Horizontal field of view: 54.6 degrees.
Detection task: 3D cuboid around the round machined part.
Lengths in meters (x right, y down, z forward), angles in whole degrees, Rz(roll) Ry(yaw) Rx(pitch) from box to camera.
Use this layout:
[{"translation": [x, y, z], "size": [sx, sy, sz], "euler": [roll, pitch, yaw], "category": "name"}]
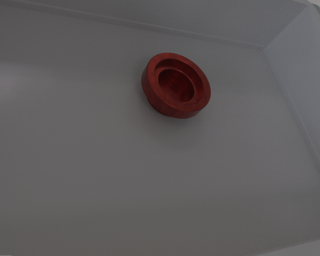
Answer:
[{"translation": [0.019, -0.055, 0.438], "size": [0.099, 0.042, 0.098], "euler": [13, 56, -21], "category": "round machined part"}]
